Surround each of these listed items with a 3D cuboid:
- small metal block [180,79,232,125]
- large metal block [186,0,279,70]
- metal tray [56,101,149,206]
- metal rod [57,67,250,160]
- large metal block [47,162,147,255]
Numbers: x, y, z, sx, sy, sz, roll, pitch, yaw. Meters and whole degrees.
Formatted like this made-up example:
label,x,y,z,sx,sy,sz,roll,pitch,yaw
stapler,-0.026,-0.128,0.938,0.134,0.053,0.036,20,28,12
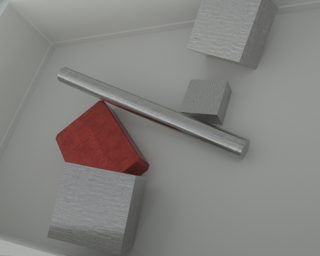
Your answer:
label,x,y,z,sx,sy,sz,roll,pitch,yaw
small metal block,0.059,-0.034,0.395,0.050,0.025,0.050,7,65,30
large metal block,0.092,-0.128,0.399,0.080,0.050,0.079,26,104,36
metal tray,-0.083,0.031,0.425,0.090,0.030,0.130,-39,51,1
metal rod,-0.028,-0.029,0.412,0.300,0.025,0.025,24,74,28
large metal block,-0.066,0.086,0.344,0.080,0.050,0.080,9,81,12
